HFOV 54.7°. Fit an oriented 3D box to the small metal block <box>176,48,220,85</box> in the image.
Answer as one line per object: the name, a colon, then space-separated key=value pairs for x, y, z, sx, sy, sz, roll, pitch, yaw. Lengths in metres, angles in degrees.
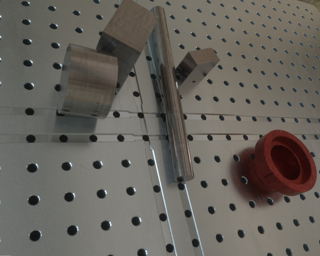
small metal block: x=0.057 y=-0.096 z=0.484 sx=0.050 sy=0.050 sz=0.025 roll=-20 pitch=73 yaw=-36

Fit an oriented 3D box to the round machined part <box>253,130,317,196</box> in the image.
round machined part: x=0.181 y=0.055 z=0.464 sx=0.099 sy=0.042 sz=0.098 roll=14 pitch=56 yaw=-21

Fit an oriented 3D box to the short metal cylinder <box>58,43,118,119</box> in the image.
short metal cylinder: x=-0.086 y=-0.053 z=0.360 sx=0.050 sy=0.080 sz=0.080 roll=8 pitch=58 yaw=-24

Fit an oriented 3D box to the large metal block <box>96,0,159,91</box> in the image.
large metal block: x=-0.050 y=-0.112 z=0.415 sx=0.050 sy=0.080 sz=0.080 roll=27 pitch=52 yaw=-12

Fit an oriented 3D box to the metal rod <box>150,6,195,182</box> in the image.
metal rod: x=0.013 y=-0.067 z=0.457 sx=0.025 sy=0.025 sz=0.299 roll=7 pitch=59 yaw=-25
